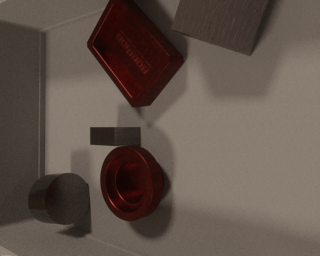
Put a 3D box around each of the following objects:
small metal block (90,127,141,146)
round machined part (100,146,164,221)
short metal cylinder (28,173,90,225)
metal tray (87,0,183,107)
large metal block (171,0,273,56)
[{"bbox_3d":[-0.063,0.011,0.440,0.050,0.050,0.025,0,90,39],"label":"small metal block"},{"bbox_3d":[-0.033,0.072,0.421,0.098,0.042,0.097,0,90,39],"label":"round machined part"},{"bbox_3d":[-0.162,0.114,0.502,0.050,0.081,0.080,-11,83,39],"label":"short metal cylinder"},{"bbox_3d":[-0.038,-0.103,0.419,0.130,0.030,0.090,53,125,19],"label":"metal tray"},{"bbox_3d":[0.068,-0.126,0.316,0.080,0.050,0.079,22,105,14],"label":"large metal block"}]
